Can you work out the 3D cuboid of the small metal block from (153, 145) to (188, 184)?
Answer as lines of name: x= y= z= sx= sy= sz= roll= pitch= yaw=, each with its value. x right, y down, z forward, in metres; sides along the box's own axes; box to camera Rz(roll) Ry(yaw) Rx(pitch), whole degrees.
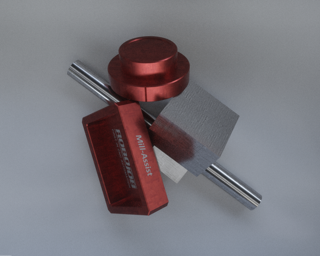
small metal block: x=0.008 y=0.042 z=0.397 sx=0.050 sy=0.050 sz=0.025 roll=38 pitch=90 yaw=-1

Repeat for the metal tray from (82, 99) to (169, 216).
metal tray: x=-0.046 y=0.038 z=0.378 sx=0.030 sy=0.090 sz=0.129 roll=-17 pitch=90 yaw=-41

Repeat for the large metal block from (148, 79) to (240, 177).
large metal block: x=0.040 y=-0.002 z=0.378 sx=0.080 sy=0.050 sz=0.080 roll=37 pitch=47 yaw=0

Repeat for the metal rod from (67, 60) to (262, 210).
metal rod: x=0.007 y=0.010 z=0.410 sx=0.301 sy=0.025 sz=0.025 roll=37 pitch=90 yaw=-1

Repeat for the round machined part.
round machined part: x=-0.013 y=-0.077 z=0.371 sx=0.099 sy=0.098 sz=0.042 roll=-2 pitch=131 yaw=-1
